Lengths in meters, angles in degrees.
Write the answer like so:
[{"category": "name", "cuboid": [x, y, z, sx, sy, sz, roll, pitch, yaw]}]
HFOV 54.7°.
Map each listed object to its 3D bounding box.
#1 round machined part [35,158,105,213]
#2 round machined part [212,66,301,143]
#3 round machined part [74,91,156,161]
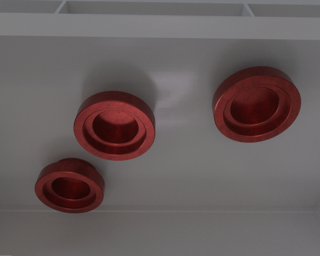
[{"category": "round machined part", "cuboid": [-0.132, 0.083, 0.467, 0.099, 0.042, 0.097, 0, 130, 0]}, {"category": "round machined part", "cuboid": [0.111, -0.032, 0.372, 0.099, 0.042, 0.097, 0, 130, 0]}, {"category": "round machined part", "cuboid": [-0.055, -0.007, 0.391, 0.099, 0.042, 0.097, 0, 130, 0]}]
